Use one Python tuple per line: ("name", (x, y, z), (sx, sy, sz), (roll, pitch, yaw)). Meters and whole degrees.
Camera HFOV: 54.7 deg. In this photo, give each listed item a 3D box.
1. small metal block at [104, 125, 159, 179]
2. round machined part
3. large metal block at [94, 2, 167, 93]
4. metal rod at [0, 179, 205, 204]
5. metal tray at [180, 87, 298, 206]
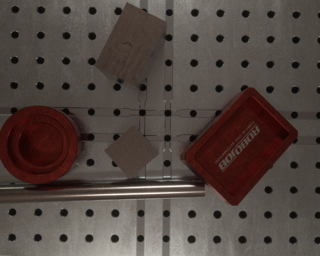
("small metal block", (-0.037, 0.031, 0.413), (0.050, 0.025, 0.050), (-41, 91, 0))
("round machined part", (-0.151, 0.021, 0.403), (0.099, 0.042, 0.097), (0, 90, -1))
("large metal block", (-0.033, -0.094, 0.385), (0.050, 0.080, 0.080), (27, 90, -1))
("metal rod", (-0.092, 0.084, 0.412), (0.302, 0.025, 0.025), (-2, 90, -1))
("metal tray", (0.102, 0.023, 0.401), (0.090, 0.030, 0.130), (45, 80, -1))
